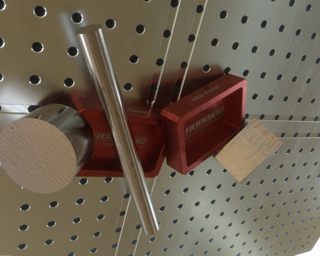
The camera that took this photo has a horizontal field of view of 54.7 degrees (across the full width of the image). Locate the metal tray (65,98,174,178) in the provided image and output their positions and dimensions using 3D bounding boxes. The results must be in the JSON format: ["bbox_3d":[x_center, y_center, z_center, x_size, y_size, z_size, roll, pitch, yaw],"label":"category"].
[{"bbox_3d":[-0.051,0.017,0.390,0.131,0.030,0.089,7,115,-32],"label":"metal tray"}]

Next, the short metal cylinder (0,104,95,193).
[{"bbox_3d":[-0.115,0.020,0.321,0.080,0.050,0.079,3,110,8],"label":"short metal cylinder"}]

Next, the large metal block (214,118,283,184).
[{"bbox_3d":[0.132,0.038,0.468,0.080,0.050,0.080,-44,160,2],"label":"large metal block"}]

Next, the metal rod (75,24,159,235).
[{"bbox_3d":[-0.039,0.028,0.368,0.025,0.025,0.298,-23,127,-15],"label":"metal rod"}]

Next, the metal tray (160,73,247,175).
[{"bbox_3d":[0.063,-0.008,0.413,0.131,0.030,0.089,-31,131,-30],"label":"metal tray"}]
